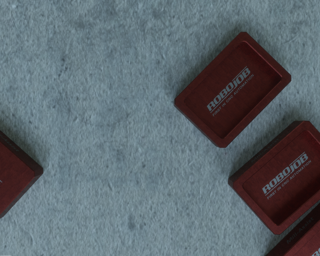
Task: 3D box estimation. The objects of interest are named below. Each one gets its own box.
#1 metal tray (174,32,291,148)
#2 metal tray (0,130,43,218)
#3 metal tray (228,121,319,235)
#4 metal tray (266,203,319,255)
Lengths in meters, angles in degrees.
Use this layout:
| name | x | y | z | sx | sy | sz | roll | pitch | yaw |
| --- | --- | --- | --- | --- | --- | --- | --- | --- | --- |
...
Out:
| name | x | y | z | sx | sy | sz | roll | pitch | yaw |
| --- | --- | --- | --- | --- | --- | --- | --- | --- | --- |
| metal tray | 0.093 | -0.049 | 0.408 | 0.090 | 0.030 | 0.130 | 44 | 90 | -1 |
| metal tray | -0.234 | 0.048 | 0.404 | 0.130 | 0.030 | 0.090 | 42 | 90 | -1 |
| metal tray | 0.168 | 0.063 | 0.409 | 0.130 | 0.030 | 0.090 | -41 | 91 | -1 |
| metal tray | 0.217 | 0.168 | 0.410 | 0.130 | 0.030 | 0.090 | -44 | 91 | 0 |
